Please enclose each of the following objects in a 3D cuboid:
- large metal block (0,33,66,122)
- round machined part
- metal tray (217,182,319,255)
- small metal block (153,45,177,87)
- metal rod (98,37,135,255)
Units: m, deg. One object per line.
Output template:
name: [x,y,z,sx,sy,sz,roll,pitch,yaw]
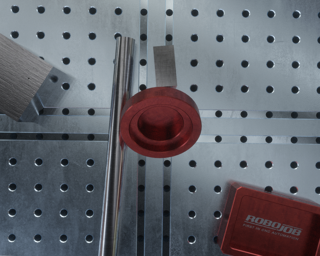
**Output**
large metal block: [-0.185,-0.062,0.398,0.080,0.050,0.080,32,90,-1]
round machined part: [0.001,-0.011,0.389,0.099,0.042,0.097,-1,130,-1]
metal tray: [0.151,0.134,0.412,0.131,0.030,0.089,15,90,-1]
small metal block: [0.006,-0.075,0.400,0.025,0.050,0.050,-5,89,-1]
metal rod: [-0.058,0.030,0.412,0.025,0.025,0.298,5,90,-1]
